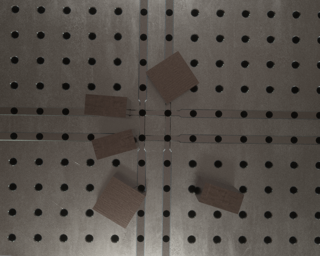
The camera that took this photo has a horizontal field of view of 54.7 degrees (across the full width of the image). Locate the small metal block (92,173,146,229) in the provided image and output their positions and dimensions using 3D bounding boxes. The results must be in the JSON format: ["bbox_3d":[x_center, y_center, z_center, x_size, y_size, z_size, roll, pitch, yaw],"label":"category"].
[{"bbox_3d":[-0.053,0.096,0.413,0.050,0.025,0.050,32,90,-1],"label":"small metal block"}]

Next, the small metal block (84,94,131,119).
[{"bbox_3d":[-0.066,-0.027,0.400,0.050,0.050,0.025,4,90,-1],"label":"small metal block"}]

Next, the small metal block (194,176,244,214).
[{"bbox_3d":[0.075,0.086,0.402,0.050,0.050,0.025,18,90,-1],"label":"small metal block"}]

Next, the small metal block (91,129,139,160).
[{"bbox_3d":[-0.056,0.020,0.400,0.050,0.050,0.025,-16,90,0],"label":"small metal block"}]

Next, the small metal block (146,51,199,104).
[{"bbox_3d":[0.016,-0.066,0.414,0.050,0.025,0.050,-33,90,0],"label":"small metal block"}]
